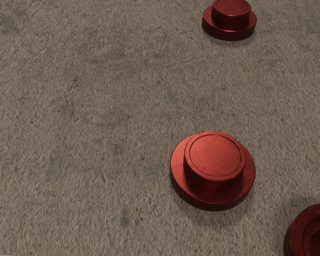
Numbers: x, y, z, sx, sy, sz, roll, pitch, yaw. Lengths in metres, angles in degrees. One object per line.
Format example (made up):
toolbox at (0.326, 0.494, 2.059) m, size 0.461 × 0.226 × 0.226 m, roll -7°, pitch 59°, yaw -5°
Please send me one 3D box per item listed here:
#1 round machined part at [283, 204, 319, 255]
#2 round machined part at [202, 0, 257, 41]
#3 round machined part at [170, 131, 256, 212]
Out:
round machined part at (0.166, 0.124, 0.290) m, size 0.099 × 0.042 × 0.098 m, roll 0°, pitch 50°, yaw 0°
round machined part at (0.128, -0.205, 0.566) m, size 0.099 × 0.042 × 0.098 m, roll 0°, pitch 50°, yaw 0°
round machined part at (0.061, 0.042, 0.358) m, size 0.099 × 0.042 × 0.098 m, roll 0°, pitch 50°, yaw 0°
